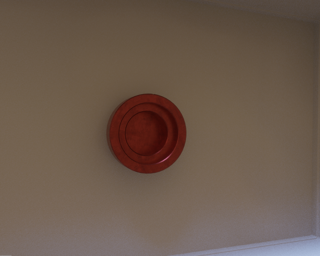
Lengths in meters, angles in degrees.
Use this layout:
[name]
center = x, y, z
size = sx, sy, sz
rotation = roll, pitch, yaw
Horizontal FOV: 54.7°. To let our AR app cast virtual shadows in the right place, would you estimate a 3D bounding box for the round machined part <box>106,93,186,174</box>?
[round machined part]
center = -0.020, 0.007, 0.395
size = 0.099, 0.042, 0.097
rotation = 0, 90, -21
